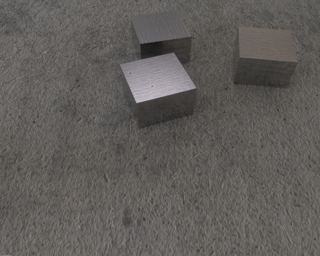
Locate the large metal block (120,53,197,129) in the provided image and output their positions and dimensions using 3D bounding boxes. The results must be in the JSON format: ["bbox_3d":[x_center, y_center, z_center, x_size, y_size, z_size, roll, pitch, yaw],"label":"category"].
[{"bbox_3d":[-0.004,-0.054,0.432,0.081,0.050,0.080,-15,52,-13],"label":"large metal block"}]

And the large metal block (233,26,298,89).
[{"bbox_3d":[0.159,-0.110,0.481,0.080,0.050,0.080,6,50,5],"label":"large metal block"}]

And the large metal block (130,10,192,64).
[{"bbox_3d":[0.000,-0.146,0.509,0.081,0.050,0.080,-11,51,-9],"label":"large metal block"}]
